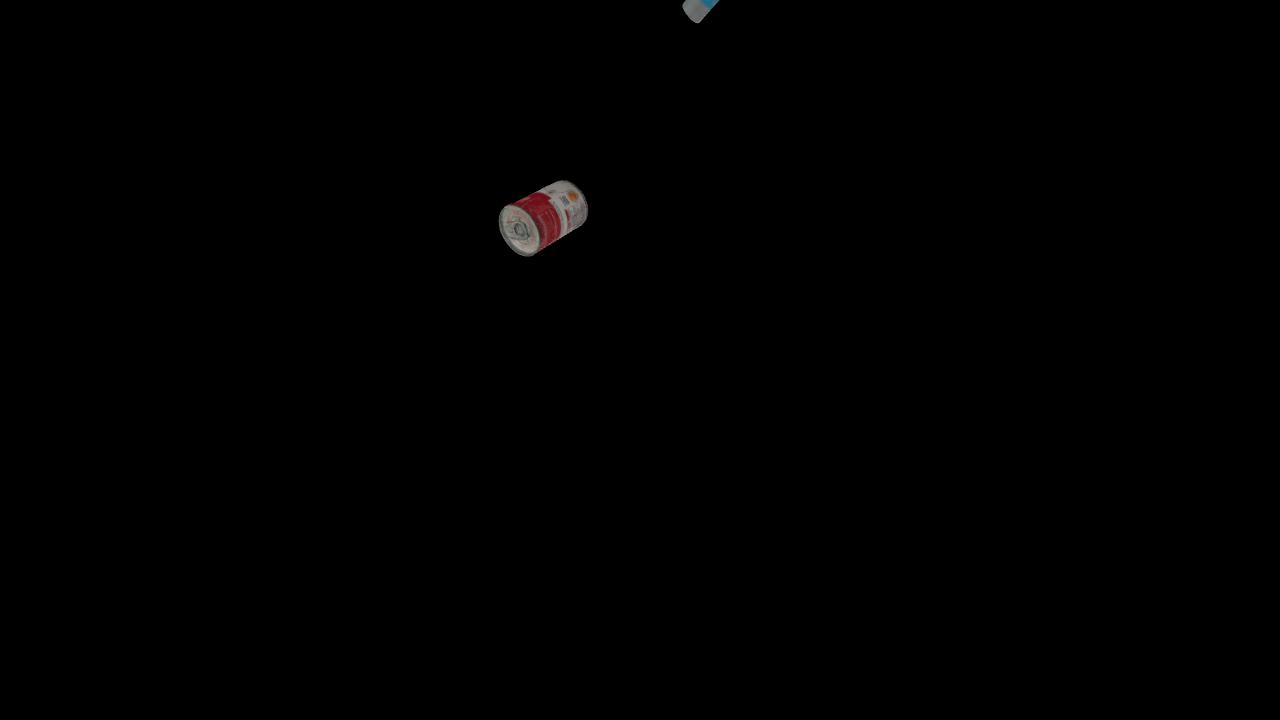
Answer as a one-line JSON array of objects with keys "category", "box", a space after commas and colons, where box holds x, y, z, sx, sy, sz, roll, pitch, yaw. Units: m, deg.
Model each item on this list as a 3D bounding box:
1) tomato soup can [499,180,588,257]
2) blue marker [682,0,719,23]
[{"category": "tomato soup can", "box": [-0.122, -0.184, 0.790, 0.068, 0.068, 0.101, 0, 31, 40]}, {"category": "blue marker", "box": [0.079, -0.297, 0.445, 0.020, 0.020, 0.121, 0, -25, -46]}]
